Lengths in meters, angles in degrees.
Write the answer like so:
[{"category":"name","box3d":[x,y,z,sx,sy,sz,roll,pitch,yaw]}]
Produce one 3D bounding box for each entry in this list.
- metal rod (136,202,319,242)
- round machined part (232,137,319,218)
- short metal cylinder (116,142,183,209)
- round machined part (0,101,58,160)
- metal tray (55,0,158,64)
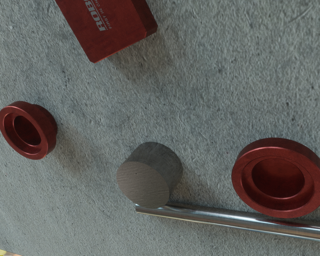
[{"category":"metal rod","box3d":[0.101,0.127,0.431,0.301,0.025,0.025,1,119,27]},{"category":"round machined part","box3d":[0.136,0.052,0.356,0.098,0.042,0.097,13,124,20]},{"category":"short metal cylinder","box3d":[-0.014,0.066,0.438,0.080,0.050,0.079,13,124,20]},{"category":"round machined part","box3d":[-0.208,0.000,0.503,0.098,0.042,0.097,13,124,20]},{"category":"metal tray","box3d":[-0.071,-0.149,0.347,0.090,0.030,0.130,-17,110,34]}]
